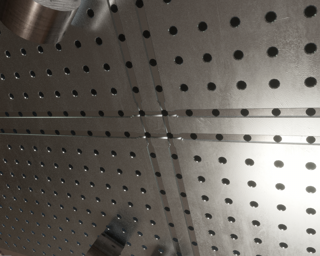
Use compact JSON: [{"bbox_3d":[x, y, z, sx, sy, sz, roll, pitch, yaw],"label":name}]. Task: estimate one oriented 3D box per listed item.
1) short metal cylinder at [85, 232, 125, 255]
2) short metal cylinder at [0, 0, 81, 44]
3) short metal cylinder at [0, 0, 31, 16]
[{"bbox_3d":[-0.111,0.245,0.583,0.050,0.080,0.079,33,129,6],"label":"short metal cylinder"},{"bbox_3d":[-0.140,-0.144,0.358,0.080,0.080,0.050,43,129,-2],"label":"short metal cylinder"},{"bbox_3d":[-0.211,-0.184,0.390,0.080,0.050,0.079,13,124,20],"label":"short metal cylinder"}]
